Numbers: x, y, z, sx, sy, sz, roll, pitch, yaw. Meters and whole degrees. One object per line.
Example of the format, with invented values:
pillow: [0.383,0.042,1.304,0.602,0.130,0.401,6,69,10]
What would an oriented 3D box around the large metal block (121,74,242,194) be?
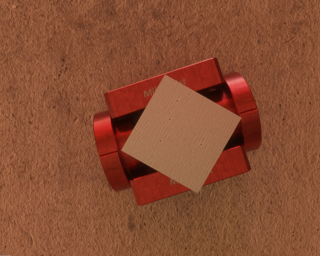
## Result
large metal block: [0.019,0.005,0.306,0.080,0.050,0.080,30,90,-1]

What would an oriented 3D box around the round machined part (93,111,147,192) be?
round machined part: [-0.044,0.024,0.374,0.042,0.098,0.097,-16,90,0]

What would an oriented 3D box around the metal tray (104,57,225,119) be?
metal tray: [0.005,-0.044,0.380,0.131,0.090,0.030,-18,90,-1]

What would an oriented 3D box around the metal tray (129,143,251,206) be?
metal tray: [0.033,0.051,0.378,0.131,0.090,0.030,-17,90,-1]

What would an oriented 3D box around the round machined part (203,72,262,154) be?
round machined part: [0.082,-0.015,0.375,0.042,0.098,0.097,-16,90,0]
